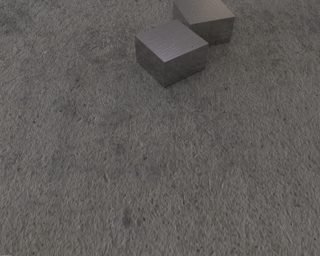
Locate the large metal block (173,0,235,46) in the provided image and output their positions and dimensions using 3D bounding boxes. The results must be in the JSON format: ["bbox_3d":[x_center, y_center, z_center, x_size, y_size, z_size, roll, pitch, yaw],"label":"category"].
[{"bbox_3d":[0.074,-0.187,0.545,0.081,0.050,0.080,-14,51,-11],"label":"large metal block"}]

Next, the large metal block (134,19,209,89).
[{"bbox_3d":[0.017,-0.118,0.486,0.081,0.050,0.080,-28,55,-21],"label":"large metal block"}]
